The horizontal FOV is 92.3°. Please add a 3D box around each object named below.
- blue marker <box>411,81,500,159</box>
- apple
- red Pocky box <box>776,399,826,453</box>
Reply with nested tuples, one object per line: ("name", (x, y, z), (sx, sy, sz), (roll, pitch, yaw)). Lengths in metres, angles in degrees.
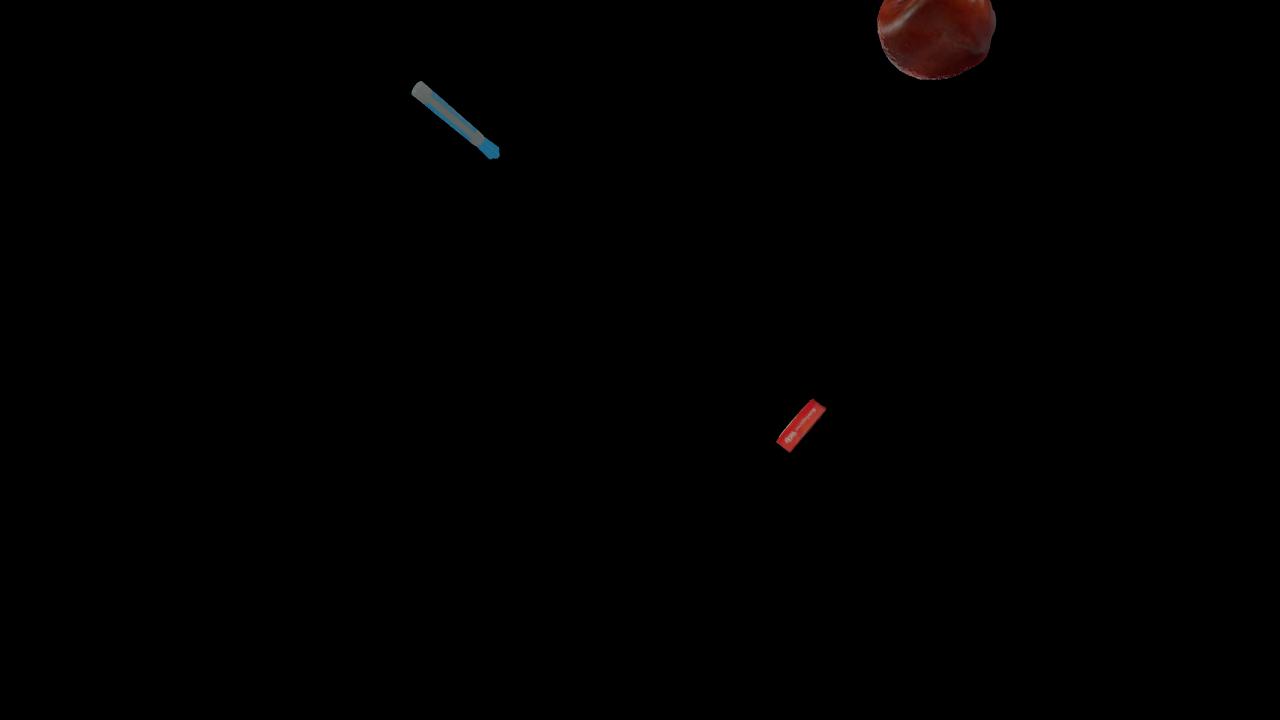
("blue marker", (-0.212, -0.277, 0.722), (0.020, 0.020, 0.121), (0, -23, 39))
("apple", (0.235, -0.267, 0.490), (0.093, 0.079, 0.079), (19, -8, -25))
("red Pocky box", (0.247, 0.097, 0.939), (0.028, 0.083, 0.155), (41, 7, 14))
